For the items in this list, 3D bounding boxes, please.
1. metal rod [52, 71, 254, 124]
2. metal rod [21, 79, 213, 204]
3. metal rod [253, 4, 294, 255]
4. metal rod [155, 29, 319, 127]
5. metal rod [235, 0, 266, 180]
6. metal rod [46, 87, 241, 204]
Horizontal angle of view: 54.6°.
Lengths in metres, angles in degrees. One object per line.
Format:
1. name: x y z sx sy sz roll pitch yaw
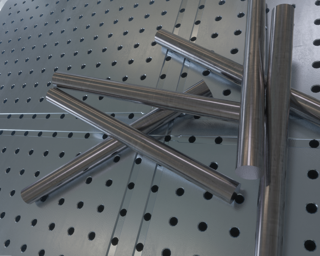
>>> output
1. metal rod: -0.020 -0.042 0.406 0.300 0.025 0.025 13 68 24
2. metal rod: -0.065 0.023 0.429 0.300 0.025 0.025 -31 52 8
3. metal rod: 0.120 0.001 0.320 0.025 0.025 0.299 0 69 28
4. metal rod: 0.094 -0.074 0.405 0.025 0.025 0.300 -48 51 -5
5. metal rod: 0.111 -0.077 0.366 0.025 0.025 0.300 -6 49 25
6. metal rod: -0.040 0.010 0.394 0.300 0.025 0.025 26 76 27
